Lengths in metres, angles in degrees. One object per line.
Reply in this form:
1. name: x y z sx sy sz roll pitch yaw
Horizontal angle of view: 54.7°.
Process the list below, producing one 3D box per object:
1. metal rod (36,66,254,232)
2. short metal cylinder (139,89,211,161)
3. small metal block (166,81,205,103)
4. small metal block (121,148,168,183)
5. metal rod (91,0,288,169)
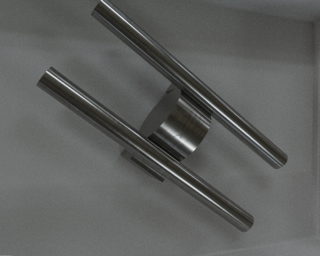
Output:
1. metal rod: -0.003 0.035 0.357 0.301 0.025 0.025 37 78 -16
2. short metal cylinder: 0.017 -0.003 0.387 0.050 0.080 0.080 38 78 -17
3. small metal block: 0.042 -0.045 0.412 0.050 0.050 0.025 38 78 -16
4. small metal block: -0.017 0.040 0.390 0.050 0.050 0.025 38 78 -16
5. metal rod: 0.048 -0.043 0.375 0.301 0.025 0.025 38 78 -17
